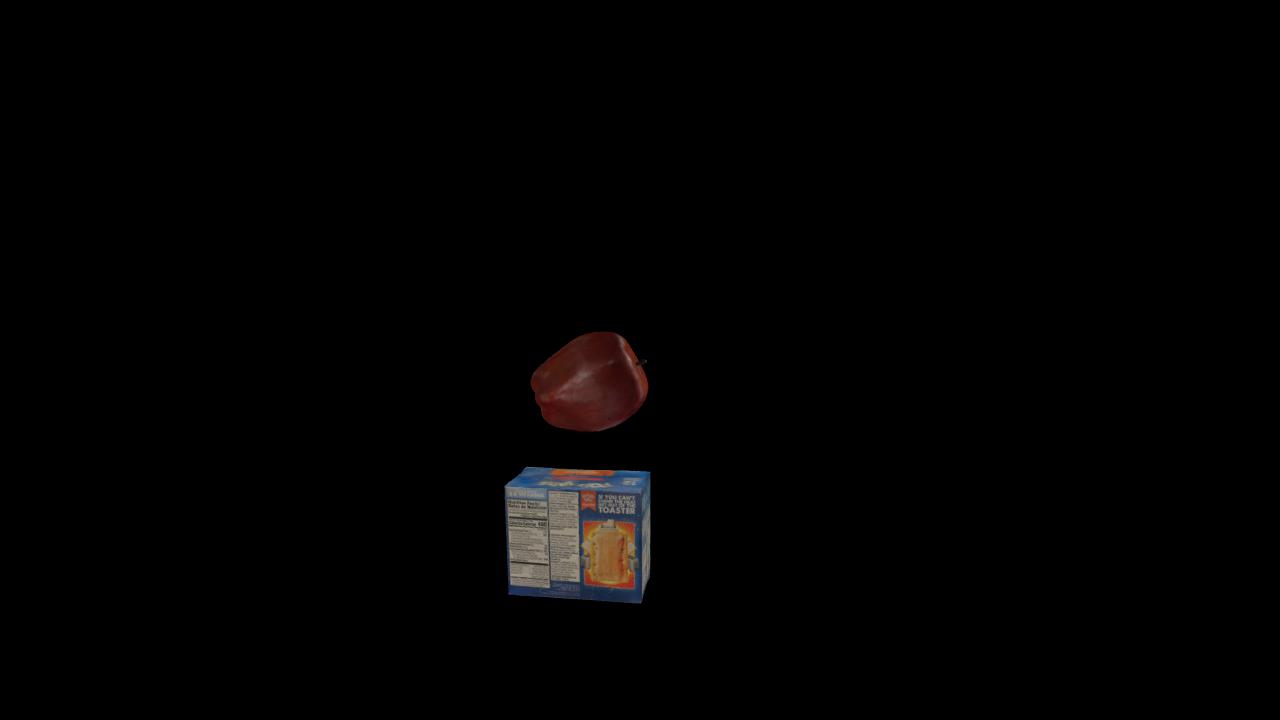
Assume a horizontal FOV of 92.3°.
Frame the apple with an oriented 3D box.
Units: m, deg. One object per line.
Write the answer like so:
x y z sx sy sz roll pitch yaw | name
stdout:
-0.037 0.019 0.494 0.093 0.079 0.079 -22 -1 3 | apple

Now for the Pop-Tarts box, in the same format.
-0.073 0.214 0.766 0.167 0.141 0.083 0 8 7 | Pop-Tarts box
